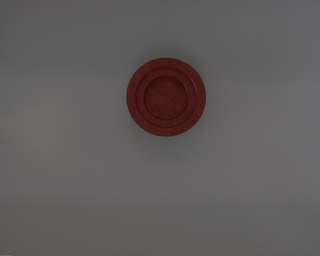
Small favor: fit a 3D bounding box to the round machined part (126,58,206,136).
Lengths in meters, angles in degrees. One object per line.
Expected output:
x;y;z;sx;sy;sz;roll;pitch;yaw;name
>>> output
0.008;-0.038;0.403;0.099;0.042;0.097;0;90;0;round machined part
